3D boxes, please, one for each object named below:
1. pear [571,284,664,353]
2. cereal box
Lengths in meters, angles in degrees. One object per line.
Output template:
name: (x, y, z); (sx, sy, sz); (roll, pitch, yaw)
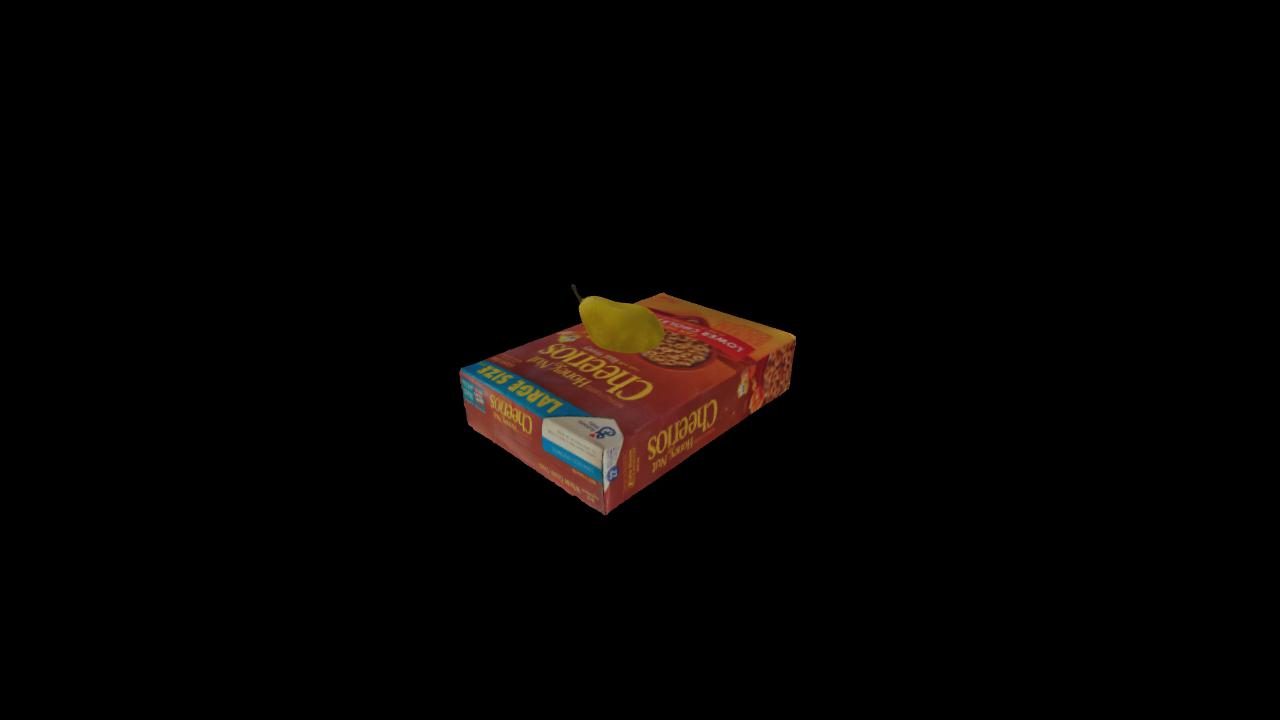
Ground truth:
pear: (-0.033, -0.035, 0.651); (0.111, 0.080, 0.080); (32, 1, 2)
cereal box: (-0.002, 0.021, 0.649); (0.203, 0.081, 0.306); (23, 33, 38)
